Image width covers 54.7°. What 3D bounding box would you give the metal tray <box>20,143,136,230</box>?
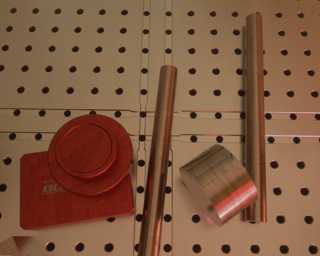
[{"bbox_3d":[-0.100,0.070,0.382,0.131,0.030,0.090,-8,70,-4],"label":"metal tray"}]

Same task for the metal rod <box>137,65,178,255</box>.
[{"bbox_3d":[-0.003,0.056,0.391,0.025,0.025,0.299,6,70,2],"label":"metal rod"}]

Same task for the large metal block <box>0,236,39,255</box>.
[{"bbox_3d":[-0.171,0.174,0.333,0.080,0.050,0.080,-29,73,-10],"label":"large metal block"}]

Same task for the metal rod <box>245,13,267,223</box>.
[{"bbox_3d":[0.130,-0.027,0.423,0.025,0.025,0.299,5,70,1],"label":"metal rod"}]

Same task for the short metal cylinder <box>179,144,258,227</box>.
[{"bbox_3d":[0.066,0.066,0.359,0.050,0.080,0.080,-33,74,-11],"label":"short metal cylinder"}]

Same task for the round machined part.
[{"bbox_3d":[-0.081,0.028,0.359,0.099,0.042,0.098,0,70,0],"label":"round machined part"}]
